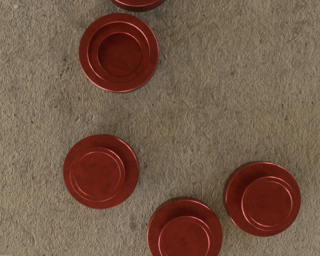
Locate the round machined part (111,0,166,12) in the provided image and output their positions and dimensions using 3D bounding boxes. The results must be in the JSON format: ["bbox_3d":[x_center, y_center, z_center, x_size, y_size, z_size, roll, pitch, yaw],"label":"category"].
[{"bbox_3d":[-0.028,-0.198,0.401,0.099,0.042,0.097,0,90,0],"label":"round machined part"}]

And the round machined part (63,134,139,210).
[{"bbox_3d":[-0.077,0.057,0.401,0.099,0.042,0.097,0,90,0],"label":"round machined part"}]

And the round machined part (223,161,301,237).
[{"bbox_3d":[0.135,0.093,0.402,0.099,0.042,0.097,0,90,0],"label":"round machined part"}]

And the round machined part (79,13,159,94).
[{"bbox_3d":[-0.051,-0.093,0.401,0.099,0.042,0.097,0,90,0],"label":"round machined part"}]

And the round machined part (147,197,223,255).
[{"bbox_3d":[0.032,0.142,0.402,0.099,0.042,0.097,0,90,0],"label":"round machined part"}]
